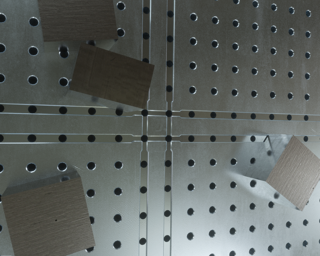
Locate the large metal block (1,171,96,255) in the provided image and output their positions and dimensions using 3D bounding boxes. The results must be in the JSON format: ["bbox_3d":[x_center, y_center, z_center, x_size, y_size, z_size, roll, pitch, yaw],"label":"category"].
[{"bbox_3d":[-0.125,0.101,0.353,0.081,0.050,0.080,-13,94,-20],"label":"large metal block"}]

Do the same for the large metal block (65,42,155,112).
[{"bbox_3d":[-0.062,-0.054,0.360,0.081,0.080,0.050,14,86,-20],"label":"large metal block"}]

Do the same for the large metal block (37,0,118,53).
[{"bbox_3d":[-0.099,-0.136,0.363,0.081,0.050,0.080,-9,93,-20],"label":"large metal block"}]

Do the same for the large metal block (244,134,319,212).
[{"bbox_3d":[0.189,0.065,0.469,0.080,0.050,0.080,38,78,-16],"label":"large metal block"}]
